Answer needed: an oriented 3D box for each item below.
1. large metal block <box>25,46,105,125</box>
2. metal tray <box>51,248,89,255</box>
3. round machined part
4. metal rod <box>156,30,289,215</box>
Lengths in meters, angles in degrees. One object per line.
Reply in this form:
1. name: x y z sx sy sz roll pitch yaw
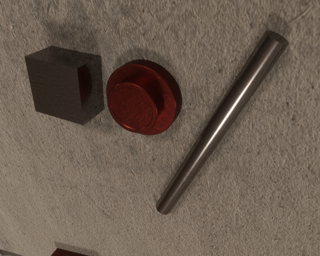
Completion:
1. large metal block: -0.125 -0.059 0.418 0.080 0.050 0.079 15 125 19
2. metal tray: -0.180 0.324 0.695 0.130 0.030 0.089 0 119 28
3. round machined part: -0.026 -0.032 0.388 0.098 0.042 0.097 13 124 20
4. metal rod: 0.058 0.018 0.386 0.025 0.025 0.298 32 128 7
